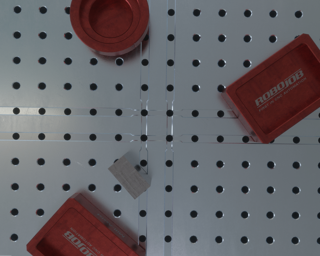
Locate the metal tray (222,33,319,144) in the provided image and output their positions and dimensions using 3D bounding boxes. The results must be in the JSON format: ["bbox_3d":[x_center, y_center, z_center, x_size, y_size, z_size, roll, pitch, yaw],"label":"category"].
[{"bbox_3d":[0.161,-0.051,0.411,0.130,0.030,0.090,-35,90,0],"label":"metal tray"}]

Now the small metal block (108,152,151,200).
[{"bbox_3d":[-0.037,0.060,0.400,0.025,0.050,0.050,-41,90,0],"label":"small metal block"}]

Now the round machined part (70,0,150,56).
[{"bbox_3d":[-0.062,-0.142,0.404,0.099,0.042,0.097,0,90,0],"label":"round machined part"}]

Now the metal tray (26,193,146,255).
[{"bbox_3d":[-0.095,0.162,0.410,0.130,0.030,0.090,42,90,0],"label":"metal tray"}]
